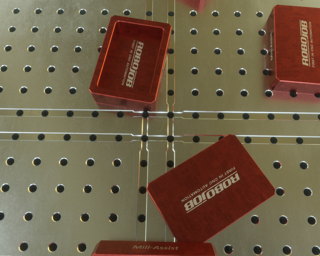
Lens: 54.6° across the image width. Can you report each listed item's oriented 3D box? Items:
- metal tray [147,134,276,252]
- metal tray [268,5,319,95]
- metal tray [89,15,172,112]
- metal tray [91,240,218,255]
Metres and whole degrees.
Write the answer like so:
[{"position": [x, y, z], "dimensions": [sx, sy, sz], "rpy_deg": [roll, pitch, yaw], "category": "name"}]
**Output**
[{"position": [0.061, 0.078, 0.381], "dimensions": [0.131, 0.030, 0.090], "rpy_deg": [-30, 73, -11], "category": "metal tray"}, {"position": [0.208, -0.115, 0.452], "dimensions": [0.090, 0.030, 0.130], "rpy_deg": [5, 70, 2], "category": "metal tray"}, {"position": [-0.039, -0.094, 0.443], "dimensions": [0.090, 0.030, 0.130], "rpy_deg": [10, 70, 3], "category": "metal tray"}, {"position": [-0.006, 0.170, 0.328], "dimensions": [0.131, 0.030, 0.089], "rpy_deg": [1, 94, 0], "category": "metal tray"}]
